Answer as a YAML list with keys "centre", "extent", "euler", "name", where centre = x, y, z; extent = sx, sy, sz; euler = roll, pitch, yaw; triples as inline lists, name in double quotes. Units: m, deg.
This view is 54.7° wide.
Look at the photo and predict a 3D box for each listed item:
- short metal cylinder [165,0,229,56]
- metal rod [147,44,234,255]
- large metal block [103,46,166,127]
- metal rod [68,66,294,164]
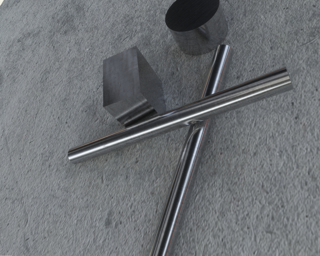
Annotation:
- centre: [0.054, -0.154, 0.454]
  extent: [0.080, 0.050, 0.080]
  euler: [-13, 56, 21]
  name: "short metal cylinder"
- centre: [0.040, 0.025, 0.367]
  extent: [0.025, 0.025, 0.300]
  euler: [7, 65, 31]
  name: "metal rod"
- centre: [-0.032, -0.047, 0.414]
  extent: [0.050, 0.080, 0.080]
  euler: [-19, 54, 17]
  name: "large metal block"
- centre: [0.004, -0.005, 0.378]
  extent: [0.300, 0.025, 0.025]
  euler: [-20, 54, 26]
  name: "metal rod"
